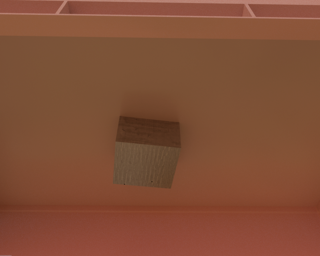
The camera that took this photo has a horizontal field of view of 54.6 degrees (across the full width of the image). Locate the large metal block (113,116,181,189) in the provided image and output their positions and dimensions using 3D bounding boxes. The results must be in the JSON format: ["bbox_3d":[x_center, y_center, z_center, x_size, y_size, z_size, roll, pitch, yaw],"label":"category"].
[{"bbox_3d":[-0.019,0.034,0.421,0.080,0.050,0.079,6,130,-5],"label":"large metal block"}]
